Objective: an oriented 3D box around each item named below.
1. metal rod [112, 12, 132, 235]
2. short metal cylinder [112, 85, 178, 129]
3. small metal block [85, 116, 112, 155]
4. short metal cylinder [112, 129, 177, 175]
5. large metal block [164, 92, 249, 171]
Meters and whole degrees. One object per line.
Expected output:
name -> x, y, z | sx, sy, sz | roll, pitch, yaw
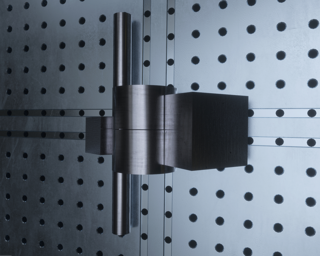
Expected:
metal rod -> -0.052, -0.006, 0.426 | 0.025, 0.025, 0.298 | 0, 90, 20
short metal cylinder -> -0.019, -0.024, 0.385 | 0.080, 0.080, 0.050 | 1, 90, 20
small metal block -> -0.081, 0.010, 0.425 | 0.050, 0.025, 0.050 | 0, 89, 54
short metal cylinder -> -0.019, 0.027, 0.385 | 0.080, 0.080, 0.050 | 1, 90, 20
large metal block -> 0.053, 0.003, 0.353 | 0.050, 0.081, 0.079 | 2, 92, 58
